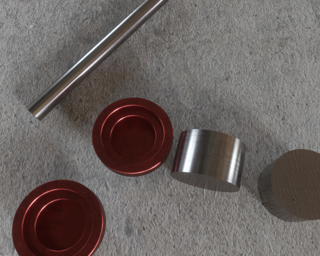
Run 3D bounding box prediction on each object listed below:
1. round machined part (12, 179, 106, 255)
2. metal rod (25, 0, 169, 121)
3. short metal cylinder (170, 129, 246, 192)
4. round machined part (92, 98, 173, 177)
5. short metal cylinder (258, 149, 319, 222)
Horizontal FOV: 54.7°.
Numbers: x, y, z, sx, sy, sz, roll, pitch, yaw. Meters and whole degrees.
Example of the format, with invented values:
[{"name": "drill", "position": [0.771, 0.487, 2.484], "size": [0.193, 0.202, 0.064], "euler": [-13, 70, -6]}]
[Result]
[{"name": "round machined part", "position": [-0.112, 0.111, 0.357], "size": [0.099, 0.042, 0.098], "euler": [0, 70, -1]}, {"name": "metal rod", "position": [-0.072, -0.125, 0.452], "size": [0.025, 0.025, 0.301], "euler": [39, 74, 12]}, {"name": "short metal cylinder", "position": [0.057, 0.040, 0.365], "size": [0.080, 0.080, 0.050], "euler": [13, 71, 4]}, {"name": "round machined part", "position": [-0.033, 0.014, 0.394], "size": [0.099, 0.042, 0.098], "euler": [0, 70, -1]}, {"name": "short metal cylinder", "position": [0.165, 0.070, 0.371], "size": [0.081, 0.050, 0.080], "euler": [0, 70, 0]}]
